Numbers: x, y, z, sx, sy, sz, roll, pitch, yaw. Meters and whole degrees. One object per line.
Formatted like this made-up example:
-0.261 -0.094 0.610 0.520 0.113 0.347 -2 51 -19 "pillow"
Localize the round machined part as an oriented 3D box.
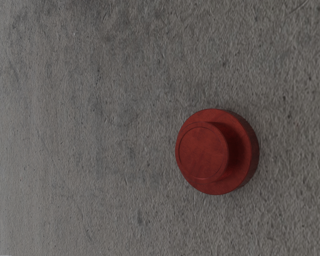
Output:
0.056 0.027 0.348 0.098 0.042 0.097 0 90 40 "round machined part"
